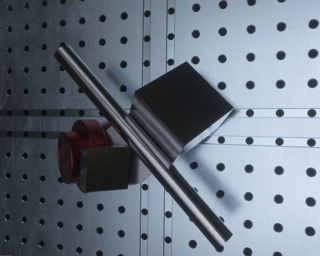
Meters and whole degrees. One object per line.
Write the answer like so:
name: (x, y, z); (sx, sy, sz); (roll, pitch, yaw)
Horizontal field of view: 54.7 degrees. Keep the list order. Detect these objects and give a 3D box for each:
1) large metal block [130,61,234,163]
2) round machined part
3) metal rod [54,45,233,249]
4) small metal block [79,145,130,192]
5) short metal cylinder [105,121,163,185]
large metal block: (0.023, -0.020, 0.364); (0.080, 0.050, 0.080); (-35, 75, -28)
round machined part: (-0.106, 0.038, 0.409); (0.098, 0.042, 0.097); (10, 102, 57)
metal rod: (-0.028, 0.012, 0.365); (0.025, 0.025, 0.300); (-45, 76, 14)
small metal block: (-0.065, 0.046, 0.363); (0.025, 0.050, 0.050); (5, 93, 60)
short metal cylinder: (-0.032, 0.031, 0.406); (0.080, 0.050, 0.079); (0, 90, 20)
